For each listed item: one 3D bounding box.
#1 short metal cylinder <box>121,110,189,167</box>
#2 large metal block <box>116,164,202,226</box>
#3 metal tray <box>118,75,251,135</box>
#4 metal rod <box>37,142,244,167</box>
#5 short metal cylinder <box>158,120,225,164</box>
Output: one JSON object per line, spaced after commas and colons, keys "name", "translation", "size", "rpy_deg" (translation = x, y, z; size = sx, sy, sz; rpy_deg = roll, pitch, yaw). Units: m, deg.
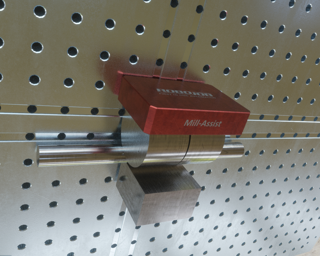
{"name": "short metal cylinder", "translation": [-0.008, 0.006, 0.371], "size": [0.050, 0.080, 0.079], "rpy_deg": [0, 118, -29]}
{"name": "large metal block", "translation": [-0.005, 0.079, 0.417], "size": [0.081, 0.080, 0.050], "rpy_deg": [1, 118, -29]}
{"name": "metal tray", "translation": [0.027, -0.026, 0.363], "size": [0.131, 0.090, 0.030], "rpy_deg": [1, 118, -29]}
{"name": "metal rod", "translation": [-0.006, 0.033, 0.424], "size": [0.303, 0.025, 0.025], "rpy_deg": [1, 118, -29]}
{"name": "short metal cylinder", "translation": [0.038, 0.006, 0.397], "size": [0.050, 0.080, 0.079], "rpy_deg": [2, 118, -29]}
